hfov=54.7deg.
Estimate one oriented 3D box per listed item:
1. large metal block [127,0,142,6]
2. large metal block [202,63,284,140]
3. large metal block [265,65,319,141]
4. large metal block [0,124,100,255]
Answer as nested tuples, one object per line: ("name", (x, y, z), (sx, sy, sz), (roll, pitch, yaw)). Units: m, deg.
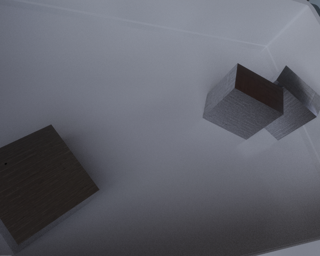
("large metal block", (-0.048, -0.269, 0.530), (0.080, 0.050, 0.080), (36, 51, -5))
("large metal block", (0.122, -0.036, 0.458), (0.080, 0.080, 0.050), (26, 53, -13))
("large metal block", (0.197, -0.039, 0.500), (0.080, 0.080, 0.050), (43, 51, 1))
("large metal block", (-0.119, 0.056, 0.291), (0.081, 0.050, 0.080), (-32, 80, -38))
